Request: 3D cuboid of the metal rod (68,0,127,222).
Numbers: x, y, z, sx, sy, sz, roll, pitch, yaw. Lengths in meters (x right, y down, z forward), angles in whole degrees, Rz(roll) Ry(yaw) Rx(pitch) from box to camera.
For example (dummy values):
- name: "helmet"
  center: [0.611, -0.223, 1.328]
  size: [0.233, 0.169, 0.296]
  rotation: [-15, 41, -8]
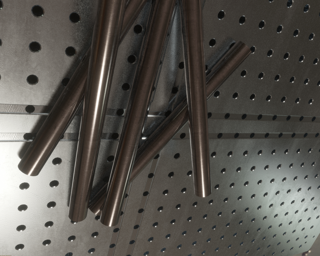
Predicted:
- name: "metal rod"
  center: [-0.076, -0.002, 0.345]
  size: [0.025, 0.025, 0.298]
  rotation: [-2, 127, -28]

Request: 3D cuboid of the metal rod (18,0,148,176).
- name: "metal rod"
  center: [-0.068, -0.073, 0.330]
  size: [0.025, 0.025, 0.299]
  rotation: [26, 104, -38]

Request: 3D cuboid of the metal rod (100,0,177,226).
- name: "metal rod"
  center: [-0.030, -0.013, 0.370]
  size: [0.025, 0.025, 0.298]
  rotation: [5, 111, -31]

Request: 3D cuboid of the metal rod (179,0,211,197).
- name: "metal rod"
  center: [0.045, -0.042, 0.383]
  size: [0.025, 0.025, 0.298]
  rotation: [-16, 117, -20]

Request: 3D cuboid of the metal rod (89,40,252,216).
- name: "metal rod"
  center: [0.010, 0.003, 0.420]
  size: [0.300, 0.025, 0.025]
  rotation: [-47, 130, 5]
